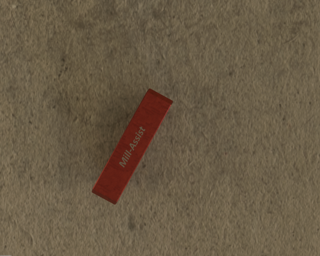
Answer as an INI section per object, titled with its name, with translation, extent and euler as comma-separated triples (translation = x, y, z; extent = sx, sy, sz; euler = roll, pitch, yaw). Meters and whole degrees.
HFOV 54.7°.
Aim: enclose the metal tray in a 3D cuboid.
[metal tray]
translation = -0.030, 0.020, 0.377
extent = 0.030, 0.090, 0.130
euler = 29, 90, 0
